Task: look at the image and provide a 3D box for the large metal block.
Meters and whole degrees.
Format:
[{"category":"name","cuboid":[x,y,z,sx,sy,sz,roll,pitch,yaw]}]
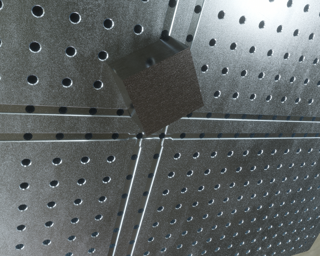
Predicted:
[{"category":"large metal block","cuboid":[-0.003,-0.050,0.364,0.080,0.050,0.080,-29,129,-11]}]
